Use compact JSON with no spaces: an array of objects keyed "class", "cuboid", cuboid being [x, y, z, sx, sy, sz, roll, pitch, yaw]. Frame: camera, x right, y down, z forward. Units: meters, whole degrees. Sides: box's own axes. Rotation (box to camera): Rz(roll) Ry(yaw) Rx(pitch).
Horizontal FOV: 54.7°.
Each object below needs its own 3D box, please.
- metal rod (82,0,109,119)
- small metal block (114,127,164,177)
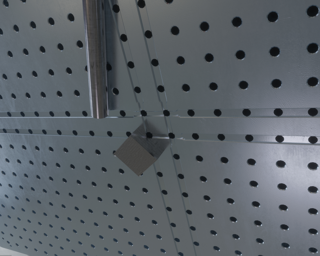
[{"class":"metal rod","cuboid":[-0.078,-0.144,0.362,0.025,0.025,0.298,17,125,18]},{"class":"small metal block","cuboid":[-0.031,0.035,0.449,0.050,0.025,0.050,43,129,-2]}]
